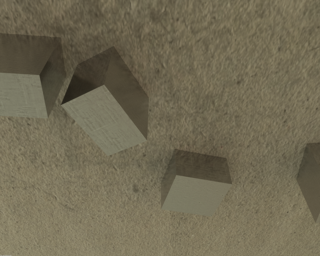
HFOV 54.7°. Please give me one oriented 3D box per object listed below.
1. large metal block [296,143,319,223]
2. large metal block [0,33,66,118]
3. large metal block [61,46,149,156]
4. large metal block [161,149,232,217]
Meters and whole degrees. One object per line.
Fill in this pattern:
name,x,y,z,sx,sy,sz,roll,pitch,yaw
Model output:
large metal block,0.240,0.076,0.440,0.050,0.080,0.080,-4,130,3
large metal block,-0.150,-0.056,0.321,0.081,0.080,0.050,3,130,-3
large metal block,-0.055,-0.030,0.345,0.050,0.080,0.080,-22,127,17
large metal block,0.051,0.083,0.463,0.081,0.050,0.079,11,129,-10
